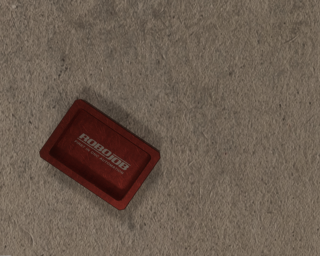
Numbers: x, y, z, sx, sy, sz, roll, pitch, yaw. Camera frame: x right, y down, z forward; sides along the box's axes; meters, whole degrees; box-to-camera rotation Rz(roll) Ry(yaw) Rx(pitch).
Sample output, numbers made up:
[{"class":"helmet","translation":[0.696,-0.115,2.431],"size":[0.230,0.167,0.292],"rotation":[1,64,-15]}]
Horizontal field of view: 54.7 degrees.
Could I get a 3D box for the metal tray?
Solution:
[{"class":"metal tray","translation":[-0.076,0.034,0.406],"size":[0.130,0.030,0.090],"rotation":[34,90,-1]}]
